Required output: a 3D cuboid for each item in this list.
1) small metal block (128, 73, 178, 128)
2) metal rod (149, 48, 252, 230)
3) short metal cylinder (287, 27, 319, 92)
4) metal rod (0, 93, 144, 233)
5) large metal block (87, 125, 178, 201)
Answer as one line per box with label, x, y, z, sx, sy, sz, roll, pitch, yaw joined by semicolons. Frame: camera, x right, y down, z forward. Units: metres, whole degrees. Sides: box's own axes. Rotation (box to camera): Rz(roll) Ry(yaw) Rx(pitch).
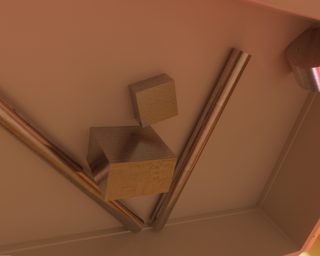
small metal block;-0.007;-0.034;0.385;0.050;0.025;0.050;-21;127;-17
metal rod;0.052;0.028;0.456;0.025;0.025;0.298;11;113;-33
short metal cylinder;0.229;-0.098;0.440;0.080;0.080;0.050;-42;130;0
metal rod;-0.104;0.059;0.389;0.025;0.025;0.300;-38;130;-3
large metal block;-0.037;0.038;0.378;0.081;0.080;0.050;-2;119;-28
